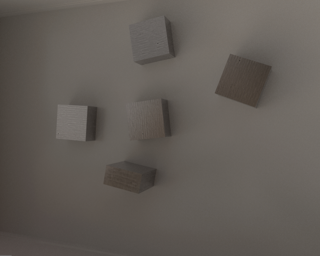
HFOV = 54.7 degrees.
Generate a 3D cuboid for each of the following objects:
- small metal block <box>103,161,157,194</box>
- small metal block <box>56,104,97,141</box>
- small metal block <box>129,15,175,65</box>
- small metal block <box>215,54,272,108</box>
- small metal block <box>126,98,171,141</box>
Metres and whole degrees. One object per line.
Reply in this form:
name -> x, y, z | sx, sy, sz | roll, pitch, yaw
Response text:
small metal block -> -0.039, 0.064, 0.411 | 0.050, 0.050, 0.025 | 11, 94, 19
small metal block -> -0.122, -0.008, 0.454 | 0.050, 0.025, 0.050 | 4, 91, 20
small metal block -> -0.010, -0.116, 0.414 | 0.050, 0.025, 0.050 | -9, 87, 19
small metal block -> 0.101, -0.056, 0.375 | 0.050, 0.025, 0.050 | 23, 97, 18
small metal block -> -0.015, -0.011, 0.416 | 0.050, 0.025, 0.050 | -7, 88, 19
